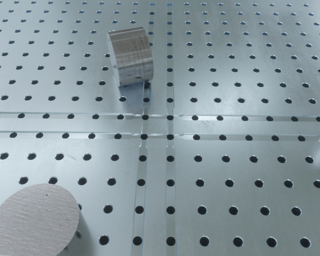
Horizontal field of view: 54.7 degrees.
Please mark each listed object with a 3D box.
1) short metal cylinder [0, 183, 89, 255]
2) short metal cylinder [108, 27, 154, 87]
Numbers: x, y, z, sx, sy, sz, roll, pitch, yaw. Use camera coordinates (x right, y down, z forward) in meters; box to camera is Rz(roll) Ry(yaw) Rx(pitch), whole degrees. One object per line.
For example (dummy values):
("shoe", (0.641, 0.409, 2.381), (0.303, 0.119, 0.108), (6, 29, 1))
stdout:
("short metal cylinder", (-0.115, 0.102, 0.305), (0.081, 0.050, 0.080), (0, 50, 0))
("short metal cylinder", (-0.045, -0.106, 0.460), (0.050, 0.080, 0.080), (-14, 52, -11))
